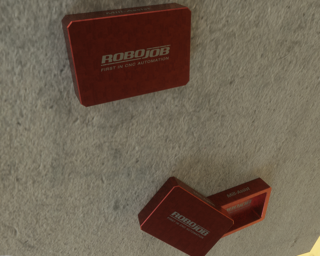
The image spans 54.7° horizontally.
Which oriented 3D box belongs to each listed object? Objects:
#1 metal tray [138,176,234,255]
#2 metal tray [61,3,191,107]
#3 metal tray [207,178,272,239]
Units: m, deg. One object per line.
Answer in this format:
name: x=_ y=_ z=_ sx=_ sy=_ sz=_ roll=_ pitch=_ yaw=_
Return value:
metal tray: x=0.042 y=0.147 z=0.496 sx=0.130 sy=0.030 sz=0.090 roll=36 pitch=98 yaw=-22
metal tray: x=-0.031 y=-0.081 z=0.338 sx=0.131 sy=0.030 sz=0.089 roll=-15 pitch=125 yaw=-20
metal tray: x=0.141 y=0.152 z=0.577 sx=0.131 sy=0.030 sz=0.089 roll=-15 pitch=125 yaw=-21
